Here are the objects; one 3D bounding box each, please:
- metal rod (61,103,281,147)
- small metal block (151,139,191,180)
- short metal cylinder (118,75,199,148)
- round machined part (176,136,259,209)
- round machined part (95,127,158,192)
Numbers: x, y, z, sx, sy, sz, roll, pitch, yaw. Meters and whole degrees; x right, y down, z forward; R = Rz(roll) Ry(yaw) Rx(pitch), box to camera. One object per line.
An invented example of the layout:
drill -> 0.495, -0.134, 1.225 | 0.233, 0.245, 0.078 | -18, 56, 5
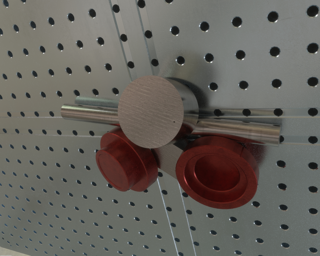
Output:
metal rod -> -0.004, -0.008, 0.403 | 0.301, 0.025, 0.025 | 7, 122, 24
small metal block -> 0.016, 0.034, 0.419 | 0.050, 0.025, 0.050 | 32, 129, 7
short metal cylinder -> -0.001, -0.019, 0.360 | 0.080, 0.050, 0.079 | 1, 94, 25
round machined part -> 0.073, 0.050, 0.385 | 0.098, 0.042, 0.097 | 12, 125, 17
round machined part -> -0.053, 0.050, 0.437 | 0.098, 0.042, 0.097 | 29, 137, 31
